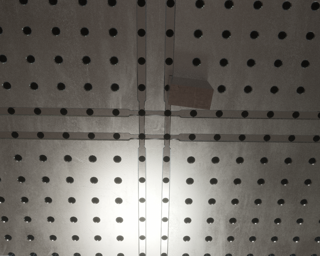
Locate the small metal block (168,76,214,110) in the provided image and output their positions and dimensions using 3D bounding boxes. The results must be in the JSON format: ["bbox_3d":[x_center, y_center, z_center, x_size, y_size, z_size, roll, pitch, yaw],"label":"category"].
[{"bbox_3d":[0.036,-0.045,0.384,0.050,0.050,0.025,7,110,-3],"label":"small metal block"}]
